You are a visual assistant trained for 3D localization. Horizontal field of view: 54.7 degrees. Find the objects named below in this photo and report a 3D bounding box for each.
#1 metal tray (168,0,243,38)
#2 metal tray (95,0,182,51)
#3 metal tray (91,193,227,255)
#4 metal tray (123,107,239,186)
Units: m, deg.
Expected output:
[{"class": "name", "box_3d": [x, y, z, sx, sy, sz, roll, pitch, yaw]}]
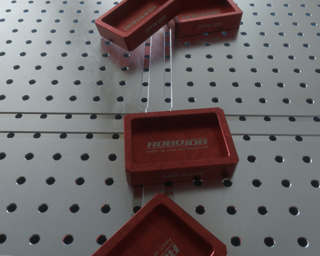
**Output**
[{"class": "metal tray", "box_3d": [0.078, -0.219, 0.588, 0.131, 0.030, 0.090, -12, 51, -11]}, {"class": "metal tray", "box_3d": [-0.037, -0.198, 0.546, 0.130, 0.030, 0.090, -43, 56, -17]}, {"class": "metal tray", "box_3d": [-0.012, 0.135, 0.290, 0.090, 0.030, 0.131, 36, 58, 26]}, {"class": "metal tray", "box_3d": [0.022, 0.020, 0.387, 0.131, 0.030, 0.090, -4, 50, -4]}]
